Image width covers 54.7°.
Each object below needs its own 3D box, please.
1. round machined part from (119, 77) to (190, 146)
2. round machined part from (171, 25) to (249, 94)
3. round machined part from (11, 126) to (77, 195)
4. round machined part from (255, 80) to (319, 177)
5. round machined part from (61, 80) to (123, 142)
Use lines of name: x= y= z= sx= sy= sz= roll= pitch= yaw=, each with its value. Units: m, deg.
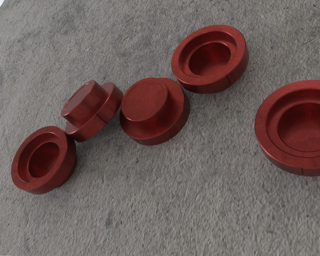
round machined part: x=-0.013 y=-0.029 z=0.418 sx=0.098 sy=0.042 sz=0.098 roll=-13 pitch=56 yaw=21
round machined part: x=0.068 y=-0.085 z=0.409 sx=0.098 sy=0.042 sz=0.098 roll=-13 pitch=56 yaw=21
round machined part: x=-0.161 y=0.049 z=0.448 sx=0.098 sy=0.042 sz=0.098 roll=-13 pitch=56 yaw=21
round machined part: x=0.150 y=0.003 z=0.312 sx=0.098 sy=0.042 sz=0.098 roll=-13 pitch=56 yaw=21
round machined part: x=-0.102 y=-0.030 z=0.443 sx=0.098 sy=0.042 sz=0.098 roll=-34 pitch=30 yaw=22
